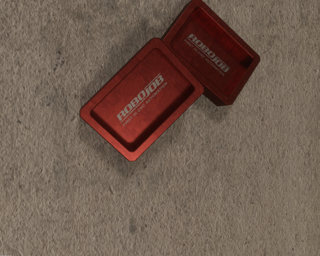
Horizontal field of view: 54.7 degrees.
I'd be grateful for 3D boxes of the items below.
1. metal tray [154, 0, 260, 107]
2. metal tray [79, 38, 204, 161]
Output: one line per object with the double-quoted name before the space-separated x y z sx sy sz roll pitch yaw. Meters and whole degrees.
"metal tray" 0.068 -0.103 0.432 0.130 0.030 0.090 38 78 -17
"metal tray" -0.022 -0.034 0.383 0.130 0.030 0.090 -45 105 -1
